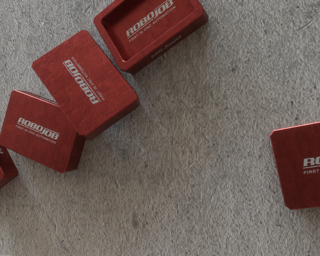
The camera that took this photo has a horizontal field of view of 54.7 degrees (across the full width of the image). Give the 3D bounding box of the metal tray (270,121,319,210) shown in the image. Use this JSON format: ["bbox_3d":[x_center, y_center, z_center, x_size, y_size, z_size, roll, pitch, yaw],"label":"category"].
[{"bbox_3d":[0.196,0.034,0.337,0.130,0.030,0.090,-12,86,19],"label":"metal tray"}]

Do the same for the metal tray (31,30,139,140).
[{"bbox_3d":[-0.101,-0.060,0.425,0.090,0.030,0.130,-36,78,-7],"label":"metal tray"}]

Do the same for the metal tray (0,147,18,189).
[{"bbox_3d":[-0.302,0.046,0.513,0.090,0.030,0.130,-35,79,16],"label":"metal tray"}]

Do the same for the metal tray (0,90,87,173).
[{"bbox_3d":[-0.175,0.003,0.468,0.130,0.030,0.089,20,96,18],"label":"metal tray"}]

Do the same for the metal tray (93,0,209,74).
[{"bbox_3d":[-0.014,-0.144,0.411,0.130,0.030,0.090,-33,80,17],"label":"metal tray"}]
